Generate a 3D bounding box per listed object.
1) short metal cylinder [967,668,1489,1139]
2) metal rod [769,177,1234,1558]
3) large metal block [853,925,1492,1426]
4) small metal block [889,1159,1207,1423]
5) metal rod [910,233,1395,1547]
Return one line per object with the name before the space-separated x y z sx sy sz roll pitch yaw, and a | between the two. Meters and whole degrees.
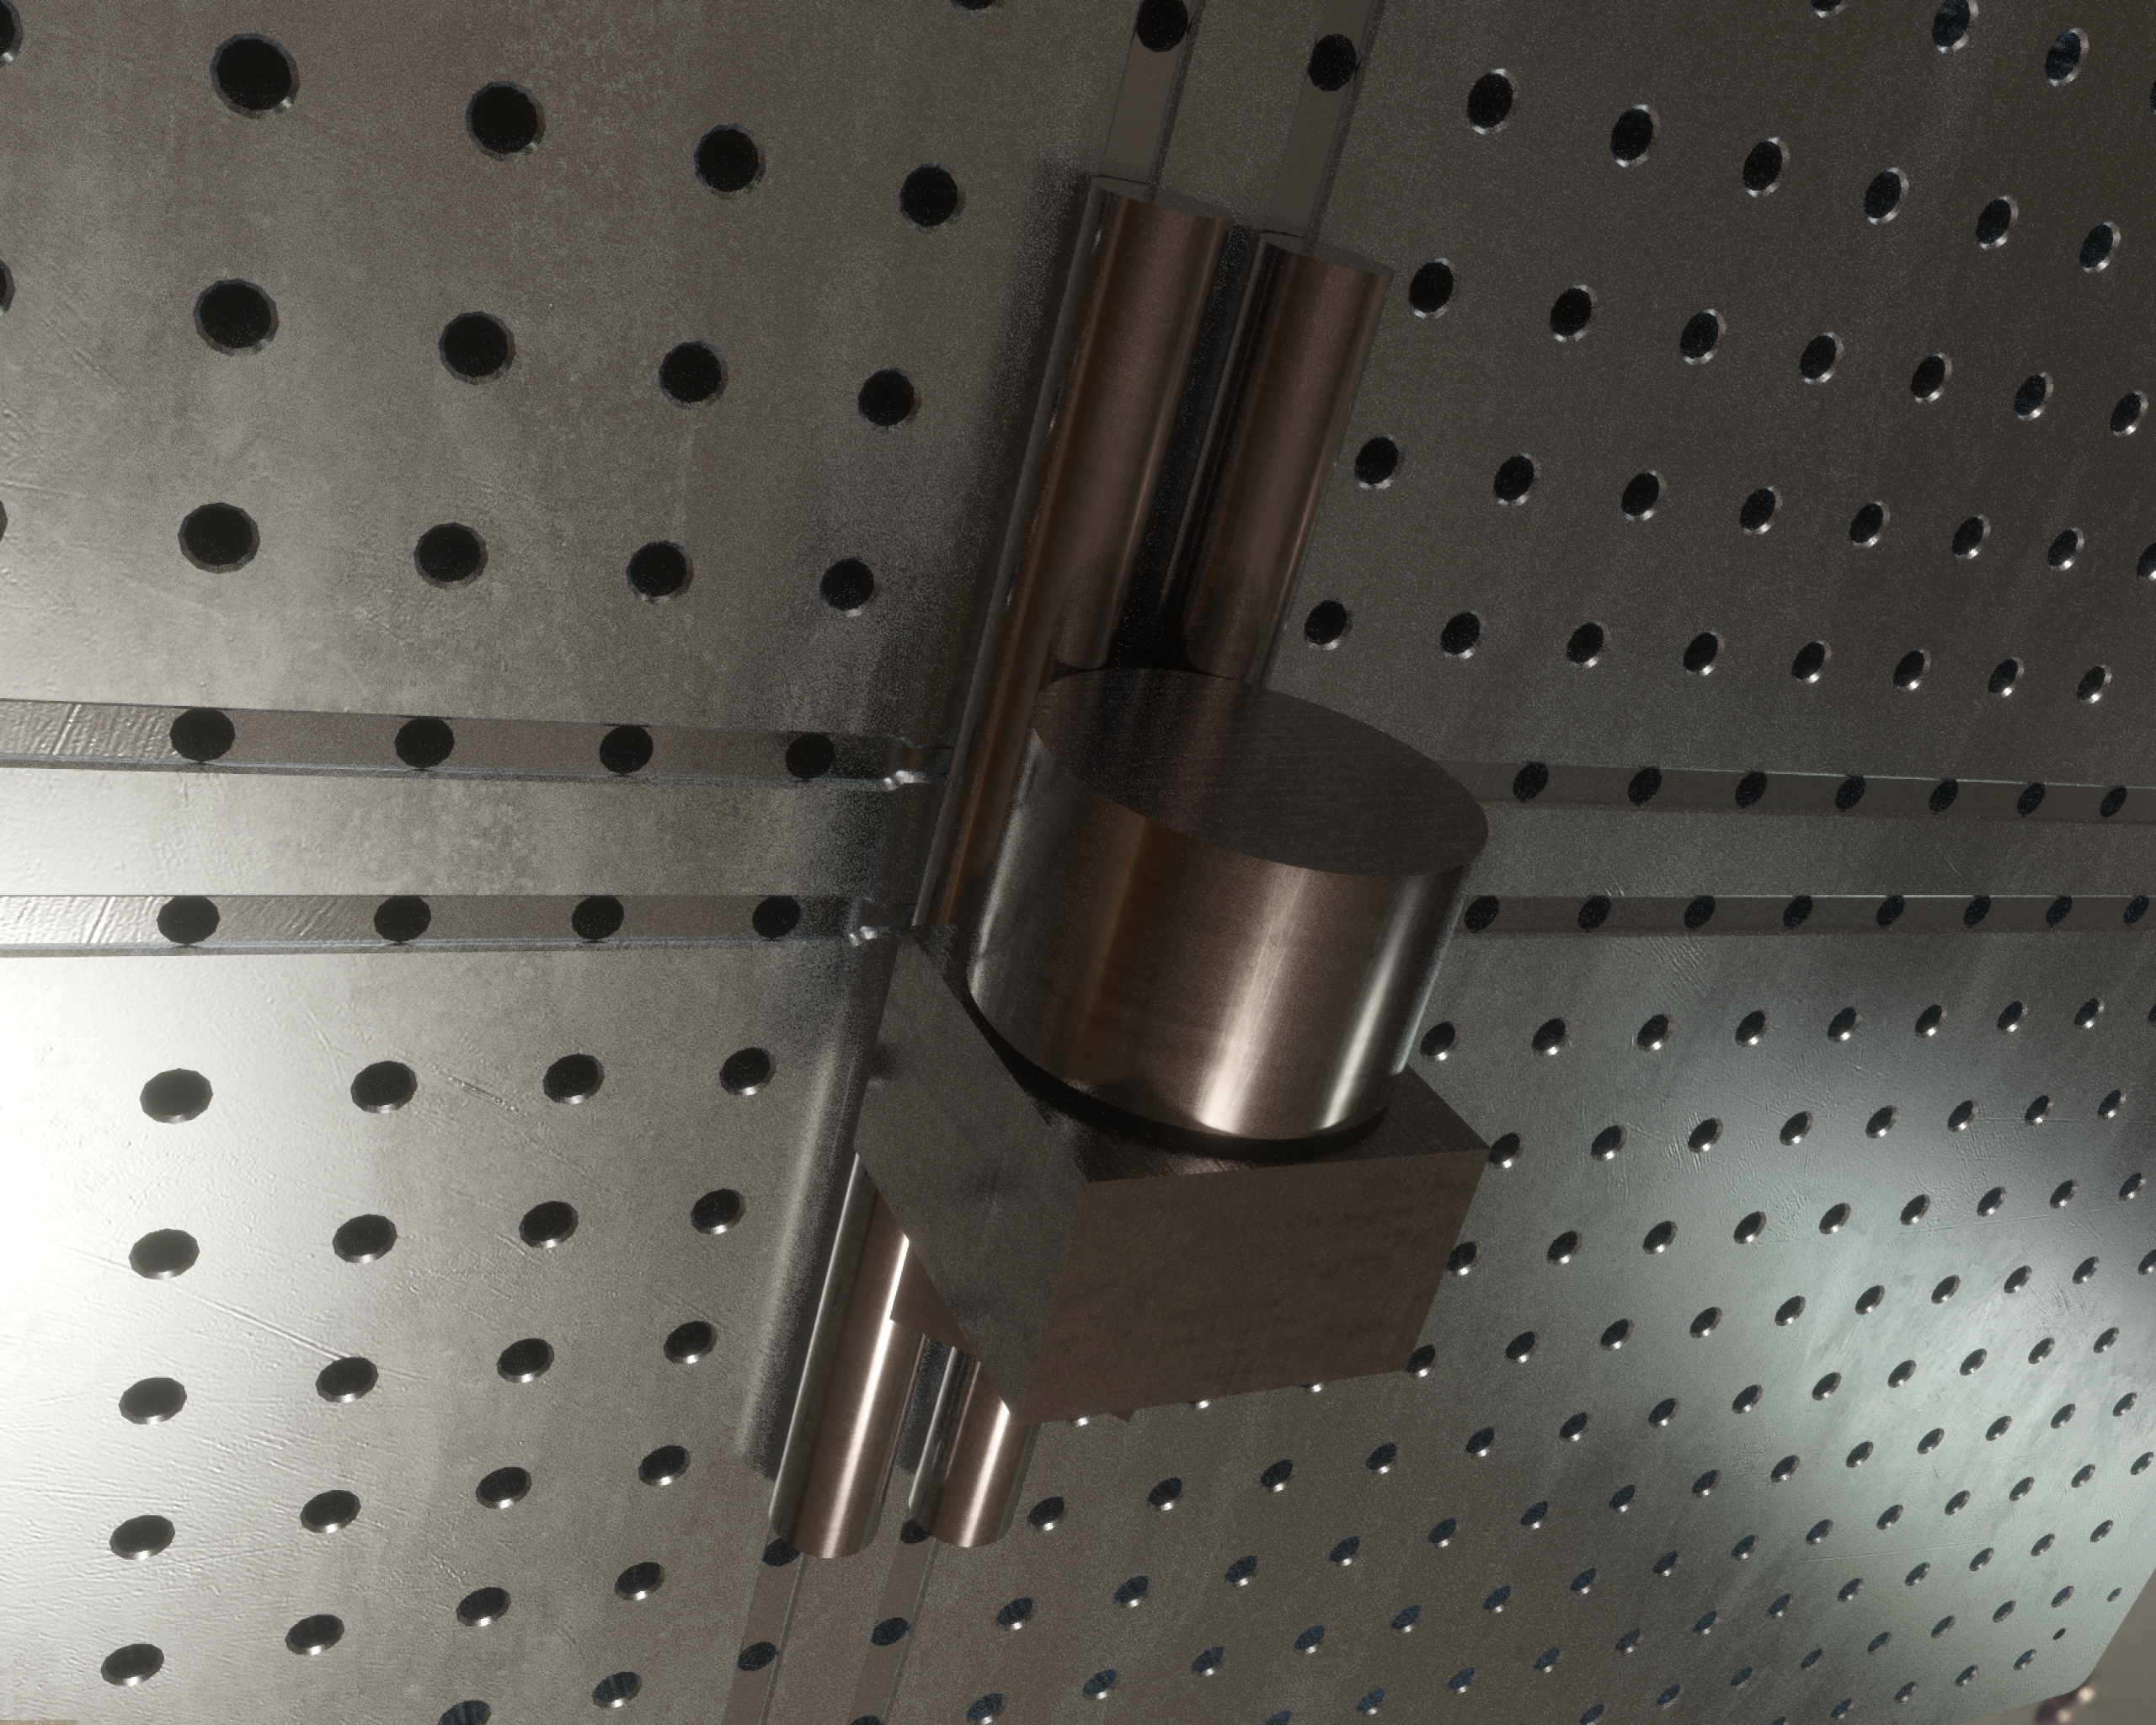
short metal cylinder | 0.025 0.005 0.367 0.081 0.080 0.050 1 118 -29
metal rod | -0.022 0.018 0.414 0.025 0.025 0.298 1 118 -29
large metal block | 0.014 0.053 0.385 0.081 0.080 0.050 0 118 -29
small metal block | -0.002 0.077 0.414 0.050 0.050 0.025 -46 154 -63
metal rod | 0.008 0.022 0.433 0.025 0.025 0.298 1 118 -29
